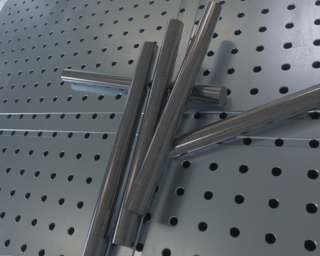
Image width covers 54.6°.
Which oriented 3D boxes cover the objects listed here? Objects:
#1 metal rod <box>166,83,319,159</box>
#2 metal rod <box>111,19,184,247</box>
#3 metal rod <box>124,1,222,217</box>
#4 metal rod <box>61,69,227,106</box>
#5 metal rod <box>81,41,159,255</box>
[{"bbox_3d":[0.146,-0.024,0.347,0.300,0.025,0.025,-21,54,15],"label":"metal rod"},{"bbox_3d":[-0.011,-0.007,0.395,0.025,0.025,0.299,3,70,30],"label":"metal rod"},{"bbox_3d":[0.024,-0.039,0.386,0.025,0.025,0.300,8,65,32],"label":"metal rod"},{"bbox_3d":[-0.043,-0.067,0.473,0.300,0.025,0.025,12,68,33],"label":"metal rod"},{"bbox_3d":[-0.047,0.021,0.401,0.025,0.025,0.299,3,69,30],"label":"metal rod"}]
